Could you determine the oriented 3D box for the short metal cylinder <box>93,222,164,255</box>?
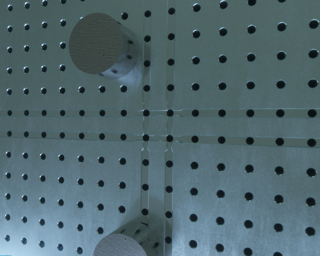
[{"bbox_3d":[-0.041,0.173,0.414,0.080,0.050,0.079,0,90,20],"label":"short metal cylinder"}]

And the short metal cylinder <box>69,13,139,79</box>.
[{"bbox_3d":[-0.076,-0.110,0.426,0.080,0.050,0.079,0,90,20],"label":"short metal cylinder"}]
